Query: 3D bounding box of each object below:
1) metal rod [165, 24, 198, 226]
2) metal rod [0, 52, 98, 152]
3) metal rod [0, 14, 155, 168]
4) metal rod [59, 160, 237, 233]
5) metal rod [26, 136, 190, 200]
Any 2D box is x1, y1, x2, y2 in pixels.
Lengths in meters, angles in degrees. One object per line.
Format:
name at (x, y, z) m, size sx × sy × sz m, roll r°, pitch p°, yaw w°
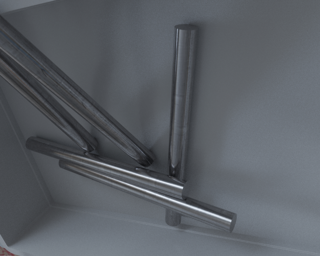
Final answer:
metal rod at (0.024, 0.019, 0.407) m, size 0.025 × 0.025 × 0.298 m, roll 15°, pitch 125°, yaw 20°
metal rod at (-0.157, -0.050, 0.367) m, size 0.025 × 0.025 × 0.300 m, roll 6°, pitch 152°, yaw 25°
metal rod at (-0.097, -0.035, 0.352) m, size 0.025 × 0.025 × 0.300 m, roll -10°, pitch 141°, yaw 33°
metal rod at (-0.037, 0.088, 0.457) m, size 0.300 × 0.025 × 0.025 m, roll 13°, pitch 124°, yaw 29°
metal rod at (-0.096, 0.054, 0.474) m, size 0.300 × 0.025 × 0.025 m, roll 12°, pitch 124°, yaw 28°
